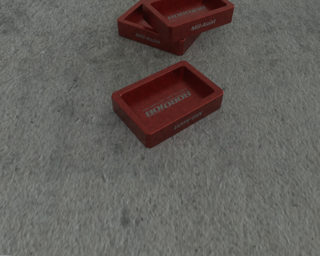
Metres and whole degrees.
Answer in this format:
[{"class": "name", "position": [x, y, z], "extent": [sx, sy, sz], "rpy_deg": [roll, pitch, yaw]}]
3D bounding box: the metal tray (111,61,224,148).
[{"class": "metal tray", "position": [0.011, -0.038, 0.431], "extent": [0.131, 0.030, 0.090], "rpy_deg": [-29, 56, -23]}]

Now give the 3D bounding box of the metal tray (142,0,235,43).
[{"class": "metal tray", "position": [0.048, -0.197, 0.526], "extent": [0.131, 0.030, 0.090], "rpy_deg": [-24, 54, -20]}]

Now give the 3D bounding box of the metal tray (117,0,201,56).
[{"class": "metal tray", "position": [0.001, -0.183, 0.553], "extent": [0.130, 0.030, 0.090], "rpy_deg": [23, 54, 18]}]
